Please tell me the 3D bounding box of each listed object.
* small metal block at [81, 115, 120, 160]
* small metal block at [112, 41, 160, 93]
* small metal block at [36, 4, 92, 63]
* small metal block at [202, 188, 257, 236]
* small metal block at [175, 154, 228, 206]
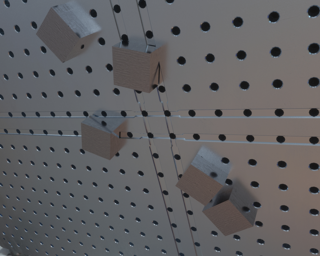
[{"bbox_3d":[-0.090,0.014,0.468,0.050,0.025,0.050,19,126,17],"label":"small metal block"},{"bbox_3d":[-0.030,-0.075,0.381,0.050,0.025,0.050,15,125,19],"label":"small metal block"},{"bbox_3d":[-0.125,-0.122,0.403,0.050,0.025,0.050,48,129,-6],"label":"small metal block"},{"bbox_3d":[0.097,0.118,0.434,0.050,0.025,0.050,48,129,-6],"label":"small metal block"},{"bbox_3d":[0.057,0.072,0.426,0.050,0.025,0.050,33,129,6],"label":"small metal block"}]
